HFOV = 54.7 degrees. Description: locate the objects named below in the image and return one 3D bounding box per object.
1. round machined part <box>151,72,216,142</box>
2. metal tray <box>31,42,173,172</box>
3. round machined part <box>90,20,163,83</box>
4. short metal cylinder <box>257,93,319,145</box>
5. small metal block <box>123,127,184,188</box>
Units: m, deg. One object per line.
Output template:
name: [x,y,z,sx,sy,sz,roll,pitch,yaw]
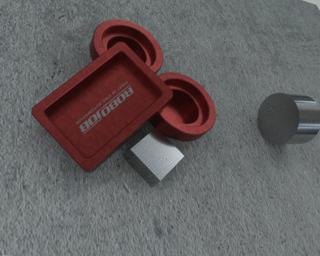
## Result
round machined part: [0.023,-0.024,0.420,0.099,0.042,0.098,16,53,-22]
metal tray: [-0.062,-0.025,0.350,0.130,0.030,0.090,-43,85,-15]
round machined part: [-0.049,-0.098,0.428,0.099,0.042,0.098,14,56,-21]
short metal cylinder: [0.202,-0.014,0.489,0.050,0.080,0.080,1,62,-28]
small metal block: [-0.007,0.035,0.380,0.050,0.025,0.050,46,51,4]
